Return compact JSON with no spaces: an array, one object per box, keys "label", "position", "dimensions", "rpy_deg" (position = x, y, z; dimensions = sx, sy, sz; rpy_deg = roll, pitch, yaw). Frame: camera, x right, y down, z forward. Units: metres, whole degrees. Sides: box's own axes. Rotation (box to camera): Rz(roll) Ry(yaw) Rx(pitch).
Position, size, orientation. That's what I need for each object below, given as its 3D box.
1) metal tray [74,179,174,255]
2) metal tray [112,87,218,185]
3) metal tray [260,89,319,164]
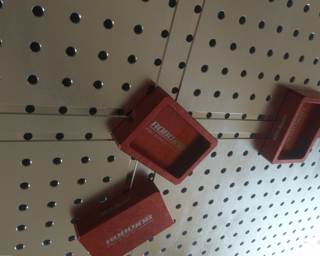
[{"label":"metal tray","position":[-0.051,0.146,0.472],"dimensions":[0.131,0.030,0.090],"rpy_deg":[-29,129,-11]},{"label":"metal tray","position":[0.011,0.016,0.425],"dimensions":[0.090,0.030,0.130],"rpy_deg":[-47,130,5]},{"label":"metal tray","position":[0.241,0.001,0.543],"dimensions":[0.091,0.030,0.129],"rpy_deg":[2,118,-30]}]
